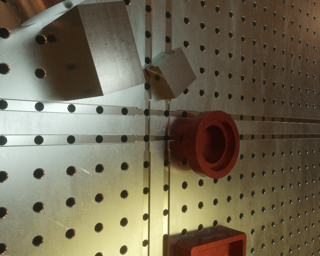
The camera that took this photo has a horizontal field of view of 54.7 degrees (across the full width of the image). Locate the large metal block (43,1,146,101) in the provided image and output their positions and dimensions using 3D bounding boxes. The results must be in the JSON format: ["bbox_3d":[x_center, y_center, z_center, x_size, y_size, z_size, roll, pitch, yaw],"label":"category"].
[{"bbox_3d":[-0.068,-0.075,0.316,0.050,0.080,0.080,-24,105,-37],"label":"large metal block"}]

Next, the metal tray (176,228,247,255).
[{"bbox_3d":[0.080,0.211,0.473,0.131,0.030,0.089,5,87,-40],"label":"metal tray"}]

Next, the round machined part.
[{"bbox_3d":[0.071,0.023,0.457,0.099,0.042,0.097,0,90,-40],"label":"round machined part"}]

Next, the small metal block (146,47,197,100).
[{"bbox_3d":[0.017,-0.074,0.423,0.050,0.025,0.050,-45,117,-30],"label":"small metal block"}]

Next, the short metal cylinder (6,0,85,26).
[{"bbox_3d":[-0.104,-0.135,0.285,0.080,0.080,0.050,-40,115,-33],"label":"short metal cylinder"}]
